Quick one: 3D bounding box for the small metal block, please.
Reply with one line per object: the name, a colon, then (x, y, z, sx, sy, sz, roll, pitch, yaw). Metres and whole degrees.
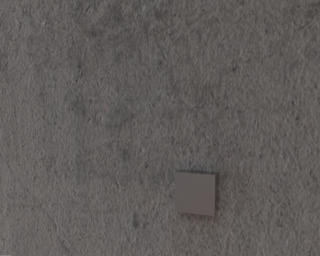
small metal block: (0.047, 0.081, 0.393, 0.050, 0.025, 0.050, 1, 90, 20)
